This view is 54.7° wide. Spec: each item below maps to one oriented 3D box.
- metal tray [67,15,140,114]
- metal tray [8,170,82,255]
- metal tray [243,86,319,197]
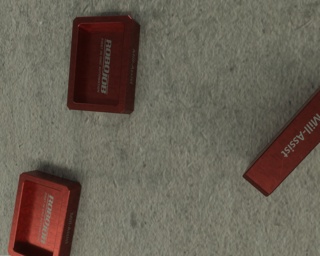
[{"bbox_3d":[-0.079,-0.087,0.432,0.090,0.030,0.129,5,92,19],"label":"metal tray"},{"bbox_3d":[-0.174,0.137,0.465,0.090,0.030,0.129,12,94,19],"label":"metal tray"},{"bbox_3d":[0.144,0.007,0.323,0.030,0.090,0.130,42,103,15],"label":"metal tray"}]
